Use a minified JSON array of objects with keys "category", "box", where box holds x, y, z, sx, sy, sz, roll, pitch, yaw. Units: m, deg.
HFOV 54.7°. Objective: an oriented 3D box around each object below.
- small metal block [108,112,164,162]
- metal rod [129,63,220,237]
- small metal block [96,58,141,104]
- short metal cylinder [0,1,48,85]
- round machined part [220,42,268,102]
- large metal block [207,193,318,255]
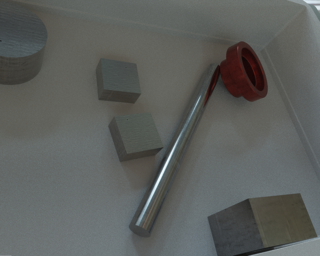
[{"category":"small metal block","box":[-0.030,0.010,0.384,0.050,0.025,0.050,-8,66,-32]},{"category":"metal rod","box":[0.035,0.006,0.422,0.025,0.025,0.301,34,51,-7]},{"category":"small metal block","box":[-0.056,-0.063,0.415,0.050,0.025,0.050,4,60,-27]},{"category":"short metal cylinder","box":[-0.175,-0.097,0.355,0.081,0.050,0.080,14,56,-21]},{"category":"round machined part","box":[0.135,-0.088,0.509,0.098,0.042,0.098,26,54,-41]},{"category":"large metal block","box":[0.117,0.116,0.365,0.081,0.080,0.050,2,61,-28]}]
